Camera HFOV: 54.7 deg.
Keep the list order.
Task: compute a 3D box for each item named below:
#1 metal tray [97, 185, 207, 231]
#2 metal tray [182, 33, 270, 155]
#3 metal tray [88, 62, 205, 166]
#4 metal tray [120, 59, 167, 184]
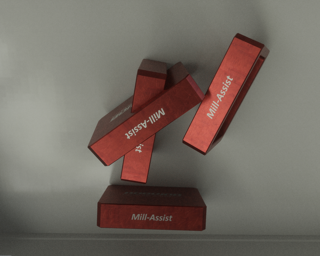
[{"bbox_3d":[-0.010,0.103,0.411,0.131,0.090,0.030,2,93,-1],"label":"metal tray"},{"bbox_3d":[0.079,-0.038,0.360,0.030,0.090,0.129,30,109,16],"label":"metal tray"},{"bbox_3d":[-0.017,-0.020,0.356,0.130,0.090,0.030,-35,108,10],"label":"metal tray"},{"bbox_3d":[-0.019,-0.011,0.372,0.030,0.090,0.129,10,110,-3],"label":"metal tray"}]
